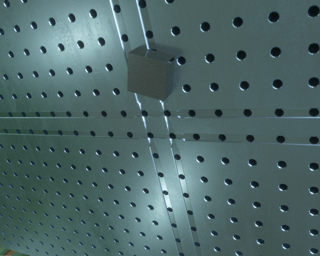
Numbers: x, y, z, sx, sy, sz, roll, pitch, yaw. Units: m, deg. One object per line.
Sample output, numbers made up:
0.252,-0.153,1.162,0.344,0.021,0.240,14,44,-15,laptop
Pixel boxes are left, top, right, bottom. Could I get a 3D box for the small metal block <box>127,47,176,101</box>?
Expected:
-0.011,-0.066,0.377,0.050,0.025,0.050,17,125,18,small metal block
